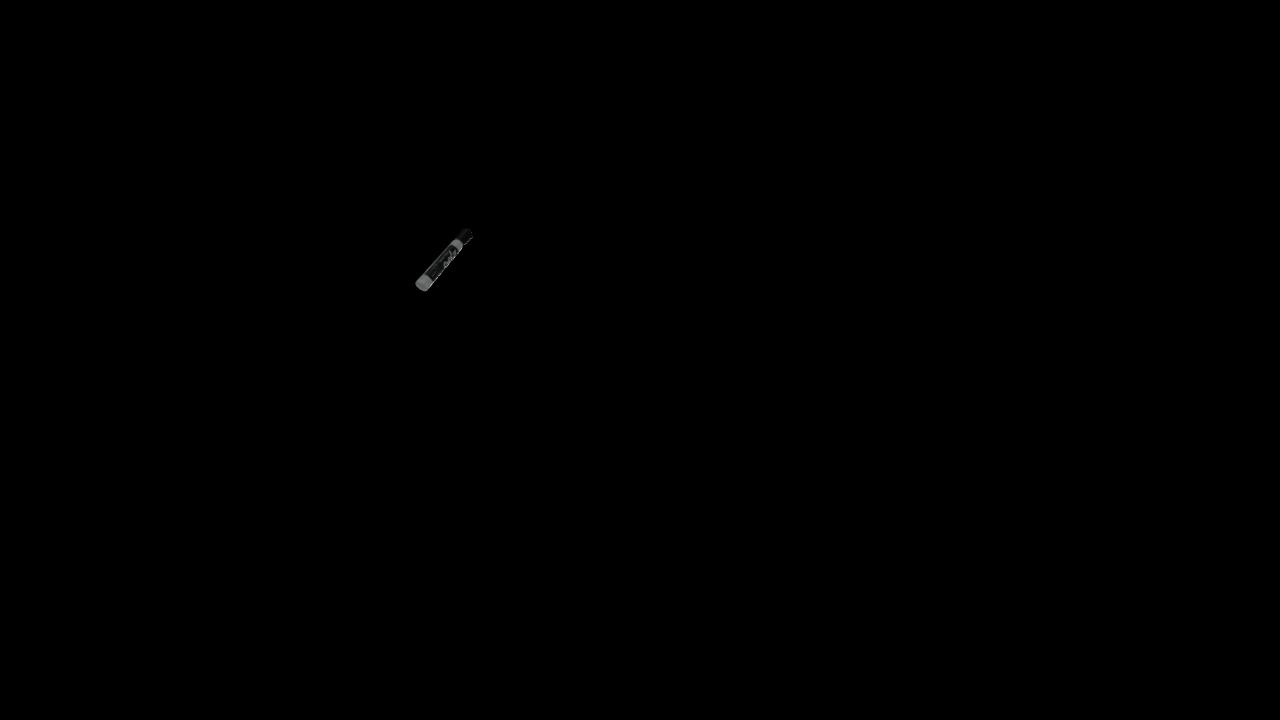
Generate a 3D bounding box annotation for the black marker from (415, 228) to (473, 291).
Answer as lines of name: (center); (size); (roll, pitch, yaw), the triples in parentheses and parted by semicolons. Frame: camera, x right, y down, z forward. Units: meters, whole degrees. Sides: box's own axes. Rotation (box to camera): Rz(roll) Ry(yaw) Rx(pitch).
black marker: (-0.277, -0.146, 0.879); (0.020, 0.121, 0.020); (20, -32, 13)
